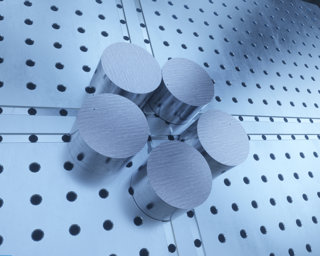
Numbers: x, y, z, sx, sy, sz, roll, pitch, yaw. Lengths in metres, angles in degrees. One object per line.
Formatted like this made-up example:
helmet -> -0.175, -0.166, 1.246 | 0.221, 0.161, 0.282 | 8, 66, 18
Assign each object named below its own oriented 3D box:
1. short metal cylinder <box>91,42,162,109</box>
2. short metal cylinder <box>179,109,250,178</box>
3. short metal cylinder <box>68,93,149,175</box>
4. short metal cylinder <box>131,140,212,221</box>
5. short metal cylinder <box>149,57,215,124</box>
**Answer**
short metal cylinder -> -0.045, -0.065, 0.407 | 0.081, 0.050, 0.080 | 14, 56, -21
short metal cylinder -> 0.072, 0.022, 0.416 | 0.081, 0.050, 0.080 | 13, 57, -22
short metal cylinder -> -0.059, 0.007, 0.355 | 0.081, 0.050, 0.080 | 13, 56, -21
short metal cylinder -> 0.013, 0.061, 0.360 | 0.081, 0.050, 0.080 | 13, 56, -20
short metal cylinder -> 0.029, -0.052, 0.438 | 0.081, 0.050, 0.080 | 13, 57, -21
